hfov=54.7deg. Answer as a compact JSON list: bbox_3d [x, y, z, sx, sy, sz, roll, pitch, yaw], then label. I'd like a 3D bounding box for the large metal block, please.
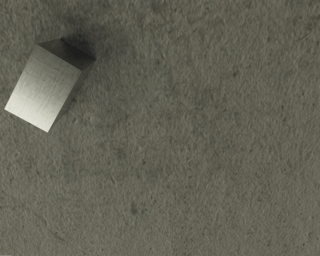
[{"bbox_3d":[-0.123,-0.053,0.359,0.050,0.080,0.080,31,107,-11],"label":"large metal block"}]
